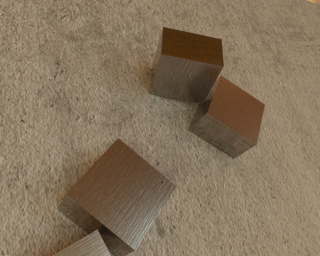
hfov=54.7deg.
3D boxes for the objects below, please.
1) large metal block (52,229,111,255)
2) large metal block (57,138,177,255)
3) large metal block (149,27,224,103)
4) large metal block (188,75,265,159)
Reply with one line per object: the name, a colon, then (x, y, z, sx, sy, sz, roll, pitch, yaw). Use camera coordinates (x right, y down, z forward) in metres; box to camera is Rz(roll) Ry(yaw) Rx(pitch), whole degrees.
large metal block: (-0.069, 0.141, 0.251, 0.081, 0.050, 0.080, -27, 76, -20)
large metal block: (-0.043, 0.072, 0.320, 0.080, 0.050, 0.080, 40, 51, -1)
large metal block: (0.033, -0.084, 0.428, 0.081, 0.080, 0.050, 9, 57, -9)
large metal block: (0.098, -0.016, 0.450, 0.080, 0.050, 0.080, 32, 52, -8)
